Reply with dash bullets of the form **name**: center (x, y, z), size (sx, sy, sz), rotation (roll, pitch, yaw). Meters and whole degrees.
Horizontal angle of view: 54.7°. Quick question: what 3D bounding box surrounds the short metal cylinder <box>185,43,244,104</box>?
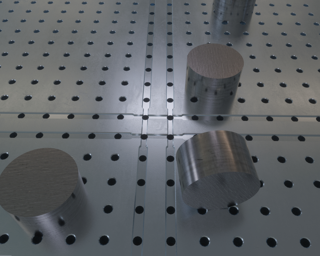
- **short metal cylinder**: center (0.079, -0.081, 0.460), size (0.081, 0.050, 0.080), rotation (0, 50, 0)

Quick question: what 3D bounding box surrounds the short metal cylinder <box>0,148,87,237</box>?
- **short metal cylinder**: center (-0.124, 0.068, 0.333), size (0.081, 0.050, 0.080), rotation (0, 50, 0)

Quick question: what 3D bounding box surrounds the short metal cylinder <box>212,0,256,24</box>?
- **short metal cylinder**: center (0.144, -0.247, 0.600), size (0.081, 0.050, 0.080), rotation (0, 50, 0)

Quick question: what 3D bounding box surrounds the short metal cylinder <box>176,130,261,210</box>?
- **short metal cylinder**: center (0.060, 0.047, 0.333), size (0.081, 0.080, 0.050), rotation (-4, 50, -4)
